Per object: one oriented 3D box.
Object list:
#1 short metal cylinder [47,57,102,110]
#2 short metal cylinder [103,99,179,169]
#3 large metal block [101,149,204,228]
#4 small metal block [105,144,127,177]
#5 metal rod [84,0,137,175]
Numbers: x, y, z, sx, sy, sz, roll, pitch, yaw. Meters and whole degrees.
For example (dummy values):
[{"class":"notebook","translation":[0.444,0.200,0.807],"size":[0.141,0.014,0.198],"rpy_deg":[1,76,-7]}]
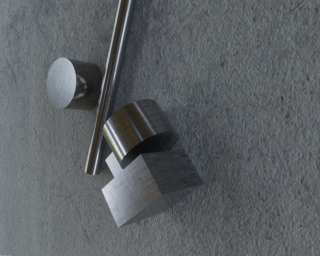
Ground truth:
[{"class":"short metal cylinder","translation":[-0.138,-0.069,0.500],"size":[0.080,0.050,0.079],"rpy_deg":[0,90,39]},{"class":"short metal cylinder","translation":[-0.024,0.009,0.387],"size":[0.080,0.081,0.050],"rpy_deg":[-47,62,29]},{"class":"large metal block","translation":[-0.008,0.071,0.374],"size":[0.080,0.081,0.050],"rpy_deg":[-43,64,31]},{"class":"small metal block","translation":[-0.045,0.050,0.440],"size":[0.050,0.025,0.050],"rpy_deg":[-47,62,29]},{"class":"metal rod","translation":[-0.073,-0.073,0.462],"size":[0.025,0.025,0.298],"rpy_deg":[22,104,37]}]
